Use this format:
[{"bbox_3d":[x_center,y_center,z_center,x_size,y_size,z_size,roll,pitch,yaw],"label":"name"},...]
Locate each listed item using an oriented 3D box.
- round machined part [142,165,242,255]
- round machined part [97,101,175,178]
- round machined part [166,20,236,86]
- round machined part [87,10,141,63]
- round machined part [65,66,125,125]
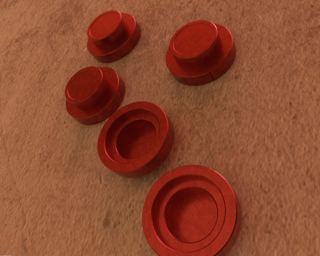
[{"bbox_3d":[0.035,0.091,0.318,0.098,0.042,0.098,-13,56,20],"label":"round machined part"},{"bbox_3d":[-0.027,0.018,0.395,0.098,0.042,0.098,-13,56,20],"label":"round machined part"},{"bbox_3d":[0.053,-0.111,0.432,0.098,0.042,0.098,-13,56,20],"label":"round machined part"},{"bbox_3d":[-0.086,-0.164,0.537,0.098,0.042,0.098,-13,56,20],"label":"round machined part"},{"bbox_3d":[-0.107,-0.057,0.482,0.098,0.042,0.098,-13,56,20],"label":"round machined part"}]
